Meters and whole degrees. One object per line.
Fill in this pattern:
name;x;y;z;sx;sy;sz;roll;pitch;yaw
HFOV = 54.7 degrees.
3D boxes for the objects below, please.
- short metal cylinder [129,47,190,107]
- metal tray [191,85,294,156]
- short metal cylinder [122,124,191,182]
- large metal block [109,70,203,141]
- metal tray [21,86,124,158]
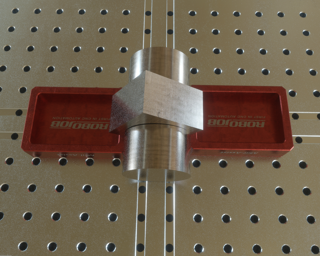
short metal cylinder;-0.001;-0.062;0.405;0.081;0.080;0.050;1;70;0
metal tray;0.102;-0.010;0.413;0.131;0.030;0.090;1;70;0
short metal cylinder;-0.003;0.032;0.370;0.081;0.080;0.050;2;70;0
large metal block;-0.005;-0.019;0.374;0.081;0.080;0.050;15;66;-31
metal tray;-0.106;-0.008;0.410;0.131;0.030;0.090;1;70;0
